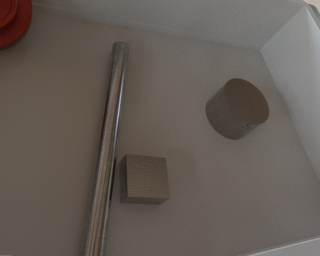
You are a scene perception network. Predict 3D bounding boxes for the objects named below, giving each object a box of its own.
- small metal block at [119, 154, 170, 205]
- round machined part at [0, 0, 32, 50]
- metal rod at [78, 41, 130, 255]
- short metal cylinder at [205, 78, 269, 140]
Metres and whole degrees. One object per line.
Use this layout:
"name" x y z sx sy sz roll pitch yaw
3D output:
"small metal block" -0.019 0.060 0.360 0.050 0.025 0.050 9 58 -24
"round machined part" -0.196 -0.138 0.345 0.099 0.042 0.097 -2 95 -23
"metal rod" -0.061 0.011 0.366 0.025 0.025 0.299 16 55 -20
"short metal cylinder" 0.117 -0.029 0.473 0.081 0.050 0.080 14 56 -21
